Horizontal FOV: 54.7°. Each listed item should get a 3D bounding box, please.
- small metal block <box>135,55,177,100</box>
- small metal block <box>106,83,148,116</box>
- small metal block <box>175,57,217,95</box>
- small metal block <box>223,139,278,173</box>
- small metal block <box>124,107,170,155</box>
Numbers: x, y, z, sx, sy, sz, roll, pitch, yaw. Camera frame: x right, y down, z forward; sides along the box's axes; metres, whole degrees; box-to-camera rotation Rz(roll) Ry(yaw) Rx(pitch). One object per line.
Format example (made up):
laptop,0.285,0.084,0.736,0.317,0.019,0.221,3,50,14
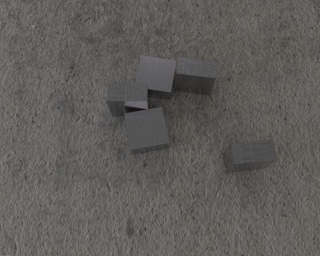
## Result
small metal block,-0.006,-0.070,0.433,0.050,0.025,0.050,9,70,3
small metal block,-0.041,-0.036,0.408,0.050,0.050,0.025,0,70,0
small metal block,0.048,-0.069,0.420,0.050,0.050,0.025,8,70,3
small metal block,0.109,0.036,0.382,0.050,0.050,0.025,-5,70,-2
small metal block,-0.017,0.004,0.406,0.050,0.025,0.050,-10,71,-4
